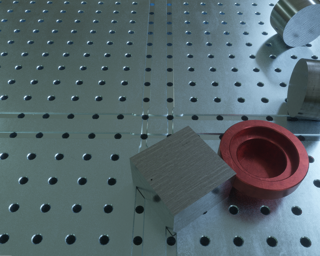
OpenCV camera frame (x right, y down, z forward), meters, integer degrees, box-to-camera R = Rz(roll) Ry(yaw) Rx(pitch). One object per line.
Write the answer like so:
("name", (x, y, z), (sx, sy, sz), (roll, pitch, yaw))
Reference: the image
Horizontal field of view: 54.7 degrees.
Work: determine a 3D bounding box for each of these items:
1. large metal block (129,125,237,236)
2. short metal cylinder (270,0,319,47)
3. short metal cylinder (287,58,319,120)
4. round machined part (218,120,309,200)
("large metal block", (0.023, 0.056, 0.345), (0.081, 0.050, 0.080), (-28, 56, -22))
("short metal cylinder", (0.238, -0.187, 0.531), (0.081, 0.080, 0.050), (-10, 51, -8))
("short metal cylinder", (0.209, -0.051, 0.416), (0.050, 0.080, 0.080), (7, 51, 6))
("round machined part", (0.116, 0.040, 0.363), (0.099, 0.042, 0.098), (1, 50, -1))
